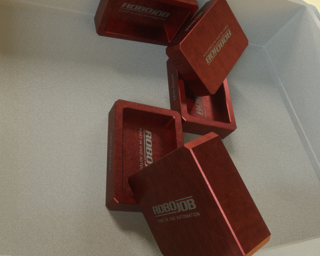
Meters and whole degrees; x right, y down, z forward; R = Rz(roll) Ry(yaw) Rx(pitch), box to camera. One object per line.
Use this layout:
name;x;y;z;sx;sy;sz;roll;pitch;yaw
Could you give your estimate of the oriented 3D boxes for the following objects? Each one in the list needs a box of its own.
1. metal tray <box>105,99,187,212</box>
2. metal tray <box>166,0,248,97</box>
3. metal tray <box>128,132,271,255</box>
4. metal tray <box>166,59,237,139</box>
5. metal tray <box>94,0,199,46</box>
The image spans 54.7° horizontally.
metal tray;-0.016;0.034;0.374;0.091;0.030;0.130;10;57;-23
metal tray;0.075;-0.121;0.459;0.090;0.030;0.130;51;60;-26
metal tray;0.023;0.067;0.274;0.030;0.129;0.090;-22;81;-32
metal tray;0.060;-0.052;0.468;0.091;0.030;0.130;10;57;-23
metal tray;-0.021;-0.169;0.457;0.131;0.090;0.030;1;62;-28
